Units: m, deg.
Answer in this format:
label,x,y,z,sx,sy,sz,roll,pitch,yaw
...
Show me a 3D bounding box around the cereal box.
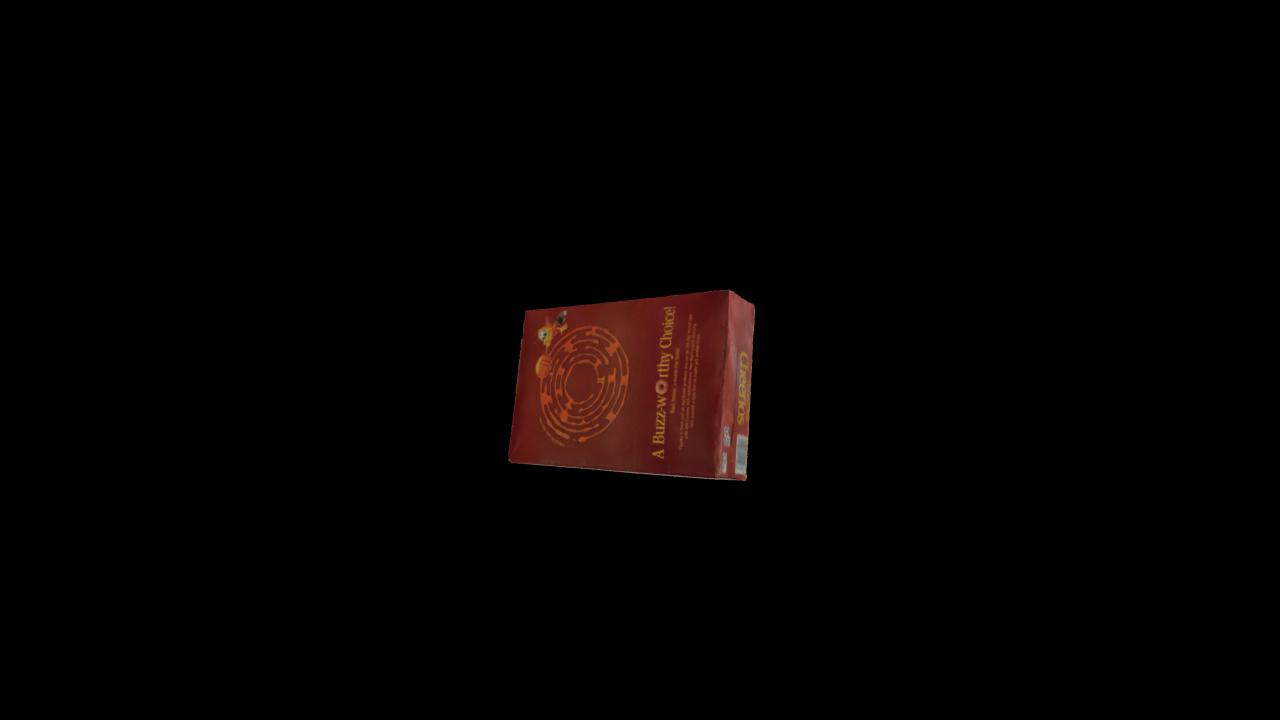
label,x,y,z,sx,sy,sz,roll,pitch,yaw
cereal box,-0.019,0.033,0.741,0.306,0.203,0.081,-3,-13,34
